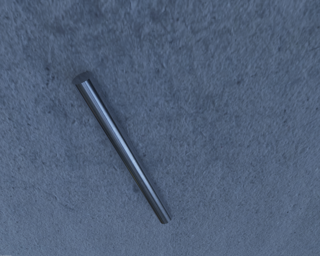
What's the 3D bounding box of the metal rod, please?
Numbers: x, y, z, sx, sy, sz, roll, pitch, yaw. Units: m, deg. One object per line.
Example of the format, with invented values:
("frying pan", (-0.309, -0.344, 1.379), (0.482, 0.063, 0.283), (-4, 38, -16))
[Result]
("metal rod", (-0.040, 0.049, 0.448), (0.025, 0.025, 0.299), (-15, 129, 12))
